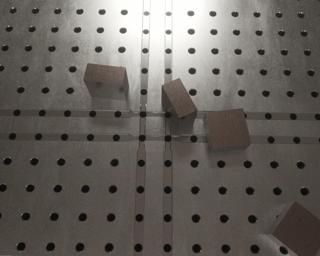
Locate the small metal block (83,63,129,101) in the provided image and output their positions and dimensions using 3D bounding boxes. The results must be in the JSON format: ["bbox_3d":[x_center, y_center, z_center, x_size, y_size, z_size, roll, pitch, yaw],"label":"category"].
[{"bbox_3d":[-0.071,-0.061,0.420,0.050,0.050,0.025,7,70,2],"label":"small metal block"}]

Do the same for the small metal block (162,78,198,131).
[{"bbox_3d":[0.024,-0.030,0.410,0.025,0.050,0.050,-24,72,-9],"label":"small metal block"}]

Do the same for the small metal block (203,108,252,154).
[{"bbox_3d":[0.088,0.004,0.411,0.050,0.025,0.050,-7,70,-3],"label":"small metal block"}]

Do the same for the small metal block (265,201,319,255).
[{"bbox_3d":[0.164,0.124,0.369,0.050,0.025,0.050,39,74,12],"label":"small metal block"}]
